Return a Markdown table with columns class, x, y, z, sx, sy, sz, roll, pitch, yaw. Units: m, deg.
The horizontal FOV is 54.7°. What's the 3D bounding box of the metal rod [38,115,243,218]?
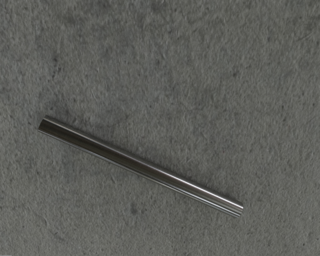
| class | x | y | z | sx | sy | sz | roll | pitch | yaw |
| --- | --- | --- | --- | --- | --- | --- | --- | --- | --- |
| metal rod | -0.019 | 0.057 | 0.430 | 0.301 | 0.025 | 0.025 | 25 | 108 | -10 |
